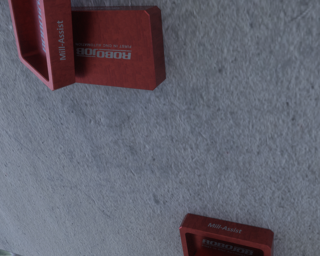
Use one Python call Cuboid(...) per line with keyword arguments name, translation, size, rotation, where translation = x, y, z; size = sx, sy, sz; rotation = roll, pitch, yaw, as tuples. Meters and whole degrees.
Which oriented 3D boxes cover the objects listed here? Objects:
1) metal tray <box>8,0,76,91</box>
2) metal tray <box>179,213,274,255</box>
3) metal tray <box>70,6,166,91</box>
Cuboid(name="metal tray", translation=(-0.139, -0.120, 0.361), size=(0.090, 0.030, 0.129), rotation=(39, 139, 28))
Cuboid(name="metal tray", translation=(0.099, 0.182, 0.462), size=(0.130, 0.030, 0.089), rotation=(4, 121, 25))
Cuboid(name="metal tray", translation=(-0.061, -0.097, 0.374), size=(0.130, 0.030, 0.089), rotation=(9, 122, 23))
